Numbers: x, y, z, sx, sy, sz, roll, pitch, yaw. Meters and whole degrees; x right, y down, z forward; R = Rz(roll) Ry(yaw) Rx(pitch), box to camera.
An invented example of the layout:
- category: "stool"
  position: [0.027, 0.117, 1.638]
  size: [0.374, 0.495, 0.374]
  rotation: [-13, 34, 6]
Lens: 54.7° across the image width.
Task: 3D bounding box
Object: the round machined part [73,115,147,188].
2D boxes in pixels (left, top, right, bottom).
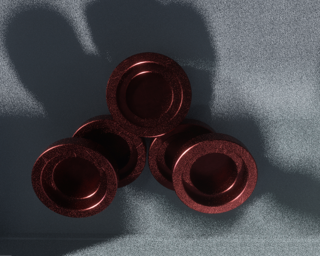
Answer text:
- category: "round machined part"
  position: [-0.067, 0.028, 0.410]
  size: [0.099, 0.042, 0.097]
  rotation: [0, 110, 0]

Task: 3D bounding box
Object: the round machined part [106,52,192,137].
- category: "round machined part"
  position: [-0.013, -0.039, 0.376]
  size: [0.099, 0.042, 0.097]
  rotation: [0, 92, -2]

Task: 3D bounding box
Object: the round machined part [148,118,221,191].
- category: "round machined part"
  position: [0.034, 0.033, 0.413]
  size: [0.099, 0.042, 0.097]
  rotation: [0, 110, 0]

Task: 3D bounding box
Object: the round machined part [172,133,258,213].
- category: "round machined part"
  position: [0.063, 0.051, 0.376]
  size: [0.099, 0.042, 0.097]
  rotation: [0, 110, 0]

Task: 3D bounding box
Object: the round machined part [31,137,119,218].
- category: "round machined part"
  position: [-0.098, 0.056, 0.376]
  size: [0.099, 0.042, 0.097]
  rotation: [0, 110, 0]
